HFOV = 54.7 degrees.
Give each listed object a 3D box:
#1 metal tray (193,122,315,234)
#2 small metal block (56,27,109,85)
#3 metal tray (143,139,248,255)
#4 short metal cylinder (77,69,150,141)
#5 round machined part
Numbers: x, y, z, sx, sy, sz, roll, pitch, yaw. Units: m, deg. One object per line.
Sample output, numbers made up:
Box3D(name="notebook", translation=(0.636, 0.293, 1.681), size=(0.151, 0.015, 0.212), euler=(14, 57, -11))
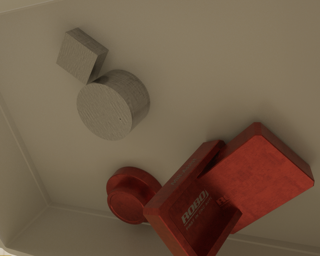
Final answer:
Box3D(name="metal tray", translation=(0.100, 0.065, 0.372), size=(0.090, 0.030, 0.129), euler=(40, 120, -9))
Box3D(name="small metal block", translation=(-0.102, -0.093, 0.403), size=(0.050, 0.025, 0.050), euler=(37, 129, 3))
Box3D(name="metal tray", translation=(0.052, 0.086, 0.364), size=(0.030, 0.131, 0.090), euler=(-17, 110, 53))
Box3D(name="short metal cylinder", translation=(-0.060, -0.030, 0.404), size=(0.080, 0.050, 0.079), euler=(13, 124, 20))
Box3D(name="round machined part", translation=(-0.044, 0.113, 0.489), size=(0.098, 0.042, 0.097), euler=(13, 124, 20))
